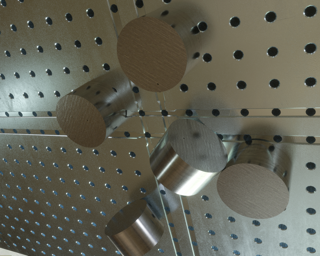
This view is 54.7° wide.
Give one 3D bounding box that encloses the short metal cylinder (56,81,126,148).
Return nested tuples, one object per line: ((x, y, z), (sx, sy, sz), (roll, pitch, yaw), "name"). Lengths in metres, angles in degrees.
((-0.096, -0.020, 0.432), (0.080, 0.050, 0.079), (13, 124, 20), "short metal cylinder")

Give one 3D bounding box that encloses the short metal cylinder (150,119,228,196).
((0.034, 0.035, 0.378), (0.080, 0.080, 0.050), (37, 129, 3), "short metal cylinder")

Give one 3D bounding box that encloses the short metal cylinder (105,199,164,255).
((-0.040, 0.160, 0.494), (0.080, 0.080, 0.050), (-25, 105, 36), "short metal cylinder")

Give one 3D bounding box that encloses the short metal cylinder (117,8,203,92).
((0.000, -0.086, 0.340), (0.080, 0.050, 0.079), (13, 124, 20), "short metal cylinder")

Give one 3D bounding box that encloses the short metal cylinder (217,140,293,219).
((0.114, 0.061, 0.372), (0.080, 0.050, 0.079), (13, 124, 20), "short metal cylinder")
